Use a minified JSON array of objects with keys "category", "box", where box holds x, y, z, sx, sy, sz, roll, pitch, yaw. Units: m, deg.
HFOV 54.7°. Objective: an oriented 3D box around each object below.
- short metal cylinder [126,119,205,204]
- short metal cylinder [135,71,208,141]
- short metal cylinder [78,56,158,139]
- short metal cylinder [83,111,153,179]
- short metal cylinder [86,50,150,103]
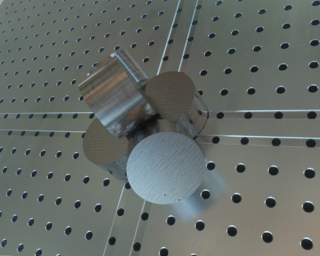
[{"category":"short metal cylinder","box":[0.004,0.035,0.339,0.080,0.080,0.050,-35,16,5]},{"category":"short metal cylinder","box":[0.015,-0.026,0.398,0.080,0.050,0.080,-13,56,20]},{"category":"short metal cylinder","box":[-0.046,-0.034,0.351,0.050,0.080,0.080,-36,52,4]},{"category":"short metal cylinder","box":[-0.052,0.020,0.405,0.080,0.050,0.080,-13,56,20]},{"category":"short metal cylinder","box":[-0.059,-0.062,0.431,0.080,0.080,0.050,-39,85,1]}]
